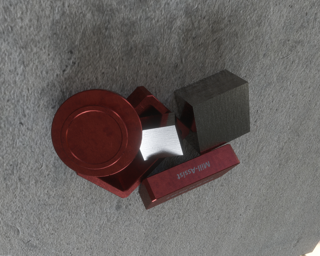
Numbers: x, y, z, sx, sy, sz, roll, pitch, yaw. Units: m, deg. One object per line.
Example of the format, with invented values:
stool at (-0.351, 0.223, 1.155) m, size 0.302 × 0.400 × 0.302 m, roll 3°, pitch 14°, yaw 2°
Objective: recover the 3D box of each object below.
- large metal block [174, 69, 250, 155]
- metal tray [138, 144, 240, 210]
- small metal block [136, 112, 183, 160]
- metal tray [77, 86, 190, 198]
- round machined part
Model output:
large metal block at (0.072, -0.022, 0.418) m, size 0.081 × 0.050 × 0.080 m, roll -24°, pitch 127°, yaw -14°
metal tray at (0.038, 0.071, 0.440) m, size 0.131 × 0.030 × 0.090 m, roll -21°, pitch 163°, yaw -16°
small metal block at (-0.001, 0.011, 0.385) m, size 0.050 × 0.025 × 0.050 m, roll -9°, pitch 130°, yaw 10°
metal tray at (-0.035, 0.022, 0.398) m, size 0.130 × 0.030 × 0.090 m, roll -46°, pitch 129°, yaw 4°
round machined part at (-0.068, 0.007, 0.337) m, size 0.099 × 0.042 × 0.097 m, roll -1°, pitch 99°, yaw -4°
